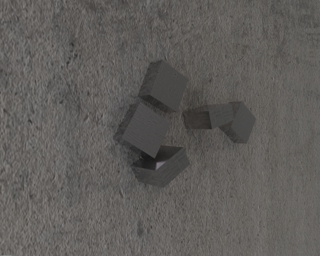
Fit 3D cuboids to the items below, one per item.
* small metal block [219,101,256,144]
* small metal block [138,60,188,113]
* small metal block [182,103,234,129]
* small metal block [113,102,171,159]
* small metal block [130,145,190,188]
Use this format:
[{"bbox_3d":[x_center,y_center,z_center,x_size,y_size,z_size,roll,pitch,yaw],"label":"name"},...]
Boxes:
[{"bbox_3d":[0.129,-0.009,0.512,0.050,0.025,0.050,41,65,-32],"label":"small metal block"},{"bbox_3d":[0.005,-0.054,0.408,0.050,0.025,0.050,30,72,-36],"label":"small metal block"},{"bbox_3d":[0.070,-0.017,0.446,0.050,0.050,0.025,-19,103,-38],"label":"small metal block"},{"bbox_3d":[-0.022,0.004,0.382,0.050,0.025,0.050,35,68,-26],"label":"small metal block"},{"bbox_3d":[0.000,0.046,0.388,0.050,0.050,0.025,-36,113,-34],"label":"small metal block"}]
